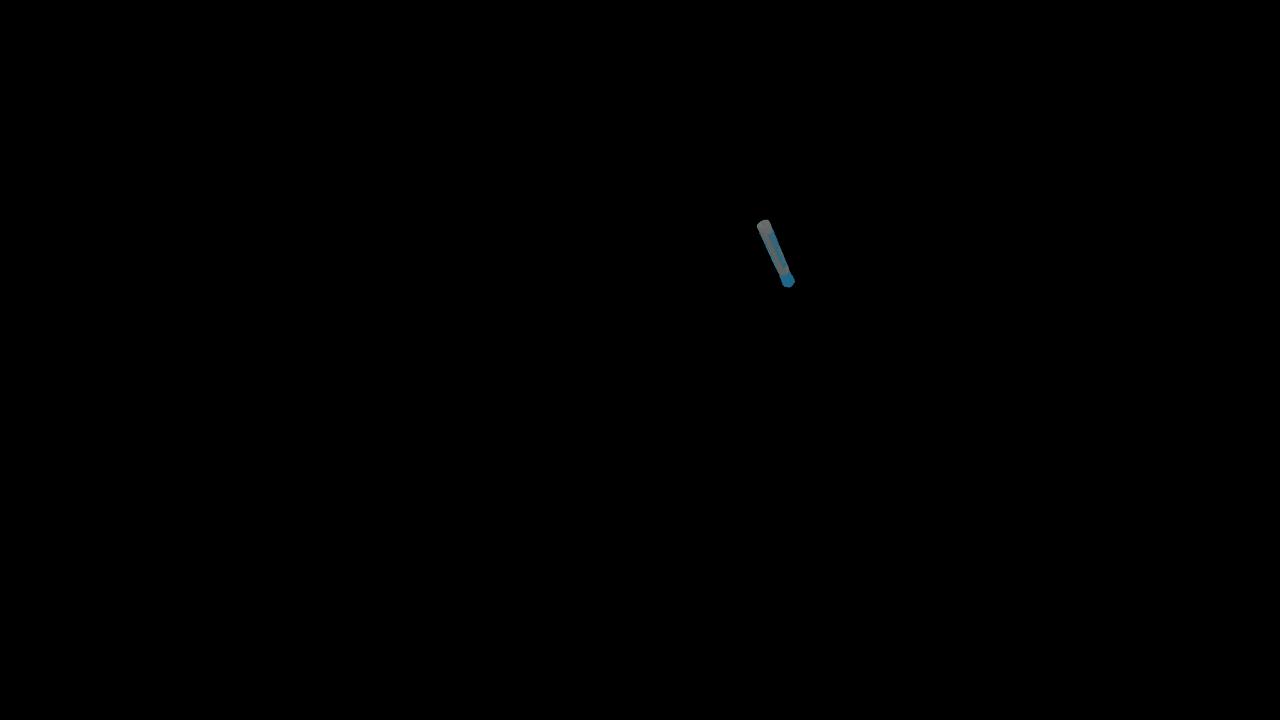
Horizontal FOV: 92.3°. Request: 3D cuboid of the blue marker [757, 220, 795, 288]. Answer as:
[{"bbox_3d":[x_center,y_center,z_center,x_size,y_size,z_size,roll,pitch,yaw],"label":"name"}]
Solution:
[{"bbox_3d":[0.197,-0.149,0.885,0.020,0.020,0.121,0,-39,36],"label":"blue marker"}]
